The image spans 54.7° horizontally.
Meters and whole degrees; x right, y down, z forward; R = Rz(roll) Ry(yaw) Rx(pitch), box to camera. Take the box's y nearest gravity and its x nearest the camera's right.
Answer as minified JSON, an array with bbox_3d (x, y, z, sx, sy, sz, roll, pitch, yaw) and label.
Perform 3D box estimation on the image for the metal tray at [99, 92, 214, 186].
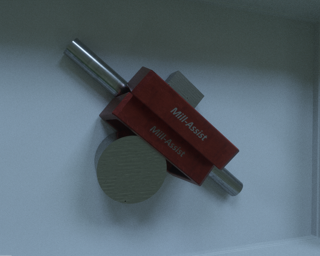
[{"bbox_3d":[-0.007,0.014,0.373,0.130,0.090,0.030,41,77,-16],"label":"metal tray"}]

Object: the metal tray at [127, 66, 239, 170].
[{"bbox_3d":[0.023,-0.014,0.357,0.130,0.090,0.030,41,94,-16],"label":"metal tray"}]

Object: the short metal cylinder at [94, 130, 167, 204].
[{"bbox_3d":[-0.037,0.045,0.377,0.081,0.050,0.079,-2,98,-15],"label":"short metal cylinder"}]

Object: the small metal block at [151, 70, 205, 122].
[{"bbox_3d":[0.023,-0.041,0.418,0.050,0.025,0.050,42,76,-16],"label":"small metal block"}]

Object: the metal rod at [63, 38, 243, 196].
[{"bbox_3d":[0.002,-0.005,0.412,0.300,0.025,0.025,41,77,-16],"label":"metal rod"}]
